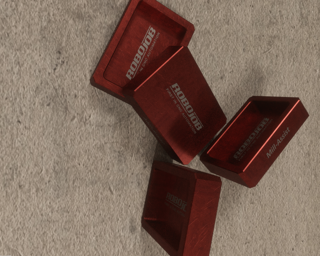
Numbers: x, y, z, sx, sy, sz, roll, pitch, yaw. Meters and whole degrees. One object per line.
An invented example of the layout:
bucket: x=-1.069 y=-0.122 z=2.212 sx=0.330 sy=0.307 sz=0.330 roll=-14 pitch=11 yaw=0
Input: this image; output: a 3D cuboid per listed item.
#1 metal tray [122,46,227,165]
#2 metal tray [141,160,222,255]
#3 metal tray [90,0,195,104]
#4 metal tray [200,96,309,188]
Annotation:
metal tray: x=0.024 y=-0.027 z=0.395 sx=0.090 sy=0.030 sz=0.130 roll=-45 pitch=123 yaw=-15
metal tray: x=0.019 y=0.090 z=0.361 sx=0.030 sy=0.130 sz=0.090 roll=12 pitch=86 yaw=-20
metal tray: x=-0.021 y=-0.095 z=0.399 sx=0.090 sy=0.030 sz=0.130 roll=27 pitch=81 yaw=-19
metal tray: x=0.125 y=0.012 z=0.420 sx=0.130 sy=0.090 sz=0.030 roll=-48 pitch=114 yaw=-14
